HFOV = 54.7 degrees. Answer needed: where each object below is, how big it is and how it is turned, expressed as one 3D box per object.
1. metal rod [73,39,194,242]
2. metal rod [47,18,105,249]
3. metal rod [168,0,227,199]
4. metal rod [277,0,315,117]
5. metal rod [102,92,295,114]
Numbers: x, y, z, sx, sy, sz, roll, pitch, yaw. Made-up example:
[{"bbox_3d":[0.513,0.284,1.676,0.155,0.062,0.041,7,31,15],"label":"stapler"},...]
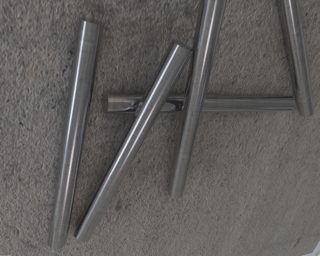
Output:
[{"bbox_3d":[-0.044,0.033,0.379,0.025,0.025,0.298,12,119,-34],"label":"metal rod"},{"bbox_3d":[-0.104,0.026,0.365,0.025,0.025,0.298,1,118,-29],"label":"metal rod"},{"bbox_3d":[0.038,-0.013,0.386,0.025,0.025,0.298,-13,134,-22],"label":"metal rod"},{"bbox_3d":[0.186,-0.126,0.430,0.025,0.025,0.299,-36,129,-5],"label":"metal rod"},{"bbox_3d":[0.071,-0.034,0.424,0.303,0.025,0.025,-2,120,-28],"label":"metal rod"}]
